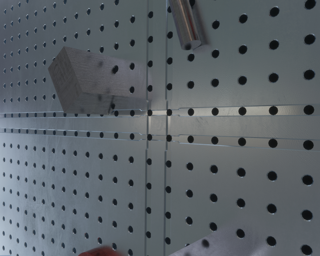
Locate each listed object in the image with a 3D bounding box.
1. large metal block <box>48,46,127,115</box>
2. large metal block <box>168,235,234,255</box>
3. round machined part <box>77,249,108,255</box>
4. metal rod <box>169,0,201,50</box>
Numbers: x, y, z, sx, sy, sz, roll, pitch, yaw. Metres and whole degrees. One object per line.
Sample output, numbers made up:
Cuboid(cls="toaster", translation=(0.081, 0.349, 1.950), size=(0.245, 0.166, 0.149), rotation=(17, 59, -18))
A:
Cuboid(cls="large metal block", translation=(-0.108, -0.068, 0.463), size=(0.050, 0.081, 0.080), rotation=(-39, 66, 33))
Cuboid(cls="large metal block", translation=(0.038, 0.177, 0.343), size=(0.050, 0.081, 0.079), rotation=(31, 109, 35))
Cuboid(cls="round machined part", translation=(-0.112, 0.248, 0.491), size=(0.098, 0.042, 0.097), rotation=(0, 90, 40))
Cuboid(cls="metal rod", translation=(0.004, -0.243, 0.406), size=(0.025, 0.025, 0.299), rotation=(-22, 76, 38))
